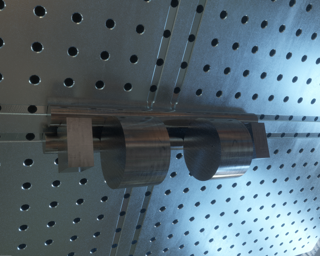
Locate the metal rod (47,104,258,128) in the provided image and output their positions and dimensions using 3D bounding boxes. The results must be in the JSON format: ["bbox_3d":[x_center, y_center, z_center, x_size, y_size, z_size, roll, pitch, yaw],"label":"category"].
[{"bbox_3d":[0.012,-0.012,0.410,0.303,0.025,0.025,1,118,-29],"label":"metal rod"}]

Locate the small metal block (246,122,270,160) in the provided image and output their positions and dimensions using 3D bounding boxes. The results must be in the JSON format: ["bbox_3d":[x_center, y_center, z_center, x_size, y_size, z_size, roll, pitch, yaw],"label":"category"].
[{"bbox_3d":[0.127,0.022,0.449,0.025,0.050,0.050,1,77,-28],"label":"small metal block"}]

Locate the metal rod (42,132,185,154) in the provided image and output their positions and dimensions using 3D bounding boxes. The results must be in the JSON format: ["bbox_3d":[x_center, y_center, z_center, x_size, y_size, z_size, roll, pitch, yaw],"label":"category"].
[{"bbox_3d":[0.001,0.018,0.423,0.303,0.025,0.025,1,118,-29],"label":"metal rod"}]

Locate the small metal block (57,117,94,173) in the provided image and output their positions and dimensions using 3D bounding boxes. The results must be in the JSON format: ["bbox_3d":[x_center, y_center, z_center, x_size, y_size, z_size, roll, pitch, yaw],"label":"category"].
[{"bbox_3d":[-0.091,0.020,0.329,0.025,0.050,0.050,1,76,-29],"label":"small metal block"}]

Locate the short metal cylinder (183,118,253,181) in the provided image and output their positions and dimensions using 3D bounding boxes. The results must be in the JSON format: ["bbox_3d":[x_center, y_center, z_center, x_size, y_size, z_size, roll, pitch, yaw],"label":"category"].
[{"bbox_3d":[0.073,0.027,0.404,0.050,0.080,0.079,1,118,-29],"label":"short metal cylinder"}]

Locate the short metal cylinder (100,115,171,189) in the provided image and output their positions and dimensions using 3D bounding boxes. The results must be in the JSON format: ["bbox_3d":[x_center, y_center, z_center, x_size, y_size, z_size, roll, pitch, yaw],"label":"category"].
[{"bbox_3d":[-0.030,0.026,0.347,0.050,0.080,0.079,1,118,-29],"label":"short metal cylinder"}]
